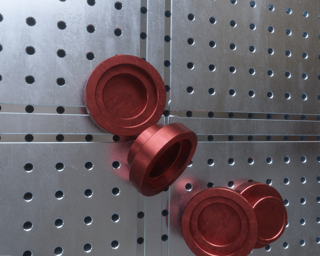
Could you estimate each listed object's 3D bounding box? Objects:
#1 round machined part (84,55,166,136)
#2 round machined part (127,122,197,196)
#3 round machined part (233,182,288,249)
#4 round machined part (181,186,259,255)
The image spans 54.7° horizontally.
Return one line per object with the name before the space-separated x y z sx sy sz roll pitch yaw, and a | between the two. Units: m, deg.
round machined part | -0.045 -0.039 0.388 0.099 0.042 0.097 0 90 -20
round machined part | -0.001 0.034 0.386 0.042 0.098 0.098 38 73 29
round machined part | 0.148 0.132 0.461 0.099 0.042 0.097 0 90 -20
round machined part | 0.081 0.128 0.420 0.098 0.042 0.097 -1 85 12
